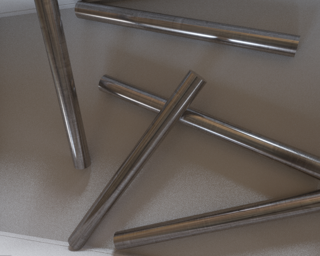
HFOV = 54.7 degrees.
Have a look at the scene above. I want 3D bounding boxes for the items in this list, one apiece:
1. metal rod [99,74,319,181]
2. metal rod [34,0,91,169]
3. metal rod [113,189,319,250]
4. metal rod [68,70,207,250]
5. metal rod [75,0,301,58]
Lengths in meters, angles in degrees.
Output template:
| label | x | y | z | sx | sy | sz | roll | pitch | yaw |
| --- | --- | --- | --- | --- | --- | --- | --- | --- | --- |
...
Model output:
| label | x | y | z | sx | sy | sz | roll | pitch | yaw |
| --- | --- | --- | --- | --- | --- | --- | --- | --- | --- |
| metal rod | 0.052 | -0.008 | 0.391 | 0.301 | 0.025 | 0.025 | 23 | 98 | 18 |
| metal rod | -0.124 | -0.078 | 0.384 | 0.025 | 0.025 | 0.298 | 6 | 119 | 20 |
| metal rod | 0.078 | 0.113 | 0.382 | 0.300 | 0.025 | 0.025 | -18 | 84 | 19 |
| metal rod | -0.039 | 0.054 | 0.407 | 0.025 | 0.025 | 0.299 | 41 | 109 | 15 |
| metal rod | 0.020 | -0.133 | 0.403 | 0.301 | 0.025 | 0.025 | 16 | 96 | 19 |
